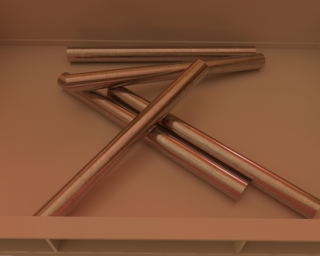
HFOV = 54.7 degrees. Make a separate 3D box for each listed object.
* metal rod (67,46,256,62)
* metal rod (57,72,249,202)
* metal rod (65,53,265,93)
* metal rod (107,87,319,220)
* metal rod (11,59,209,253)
[{"bbox_3d":[0.003,-0.121,0.506,0.302,0.025,0.025,-1,50,-1],"label":"metal rod"},{"bbox_3d":[-0.025,0.000,0.404,0.300,0.025,0.025,31,57,23],"label":"metal rod"},{"bbox_3d":[0.019,-0.083,0.454,0.302,0.025,0.025,-10,51,-17],"label":"metal rod"},{"bbox_3d":[0.050,0.017,0.391,0.300,0.025,0.025,31,57,23],"label":"metal rod"},{"bbox_3d":[-0.041,0.016,0.363,0.025,0.025,0.301,34,65,24],"label":"metal rod"}]
